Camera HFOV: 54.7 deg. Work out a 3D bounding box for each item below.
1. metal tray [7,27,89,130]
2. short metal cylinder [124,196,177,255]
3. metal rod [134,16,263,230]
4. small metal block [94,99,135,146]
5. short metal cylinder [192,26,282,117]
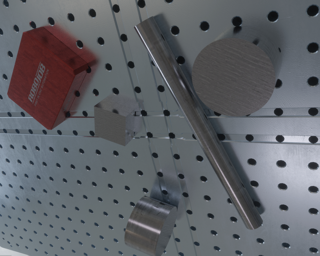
[{"bbox_3d":[-0.168,-0.068,0.455,0.090,0.030,0.129,39,129,1],"label":"metal tray"},{"bbox_3d":[-0.012,0.151,0.476,0.050,0.080,0.079,16,125,19],"label":"short metal cylinder"},{"bbox_3d":[0.055,0.005,0.385,0.025,0.025,0.299,-20,108,35],"label":"metal rod"},{"bbox_3d":[-0.065,-0.008,0.441,0.050,0.025,0.050,18,126,17],"label":"small metal block"},{"bbox_3d":[0.079,-0.058,0.317,0.080,0.050,0.079,13,124,21],"label":"short metal cylinder"}]
